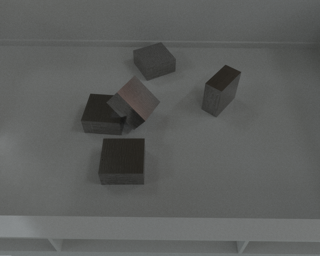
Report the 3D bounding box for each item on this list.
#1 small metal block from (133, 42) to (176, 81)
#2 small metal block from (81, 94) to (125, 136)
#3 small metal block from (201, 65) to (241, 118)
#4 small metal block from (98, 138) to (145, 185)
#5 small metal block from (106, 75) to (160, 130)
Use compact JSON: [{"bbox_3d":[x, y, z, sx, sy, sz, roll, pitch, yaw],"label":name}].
[{"bbox_3d":[-0.009,-0.107,0.495,0.050,0.025,0.050,-21,53,-17],"label":"small metal block"},{"bbox_3d":[-0.074,-0.019,0.420,0.050,0.025,0.050,4,50,3],"label":"small metal block"},{"bbox_3d":[0.085,-0.051,0.432,0.025,0.050,0.050,32,57,24],"label":"small metal block"},{"bbox_3d":[-0.044,0.040,0.371,0.050,0.025,0.050,0,50,0],"label":"small metal block"},{"bbox_3d":[-0.034,-0.034,0.411,0.050,0.025,0.050,46,40,-10],"label":"small metal block"}]
